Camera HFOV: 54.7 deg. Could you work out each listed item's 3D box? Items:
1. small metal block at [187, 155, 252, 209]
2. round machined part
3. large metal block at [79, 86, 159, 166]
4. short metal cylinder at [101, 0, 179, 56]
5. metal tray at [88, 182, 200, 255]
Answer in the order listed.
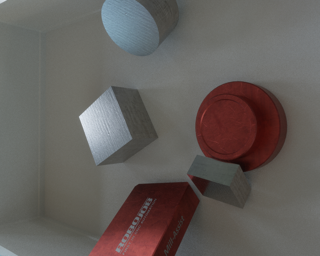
[{"bbox_3d":[0.064,0.058,0.333,0.050,0.050,0.025,11,59,39],"label":"small metal block"},{"bbox_3d":[0.078,-0.001,0.330,0.098,0.042,0.097,0,90,39],"label":"round machined part"},{"bbox_3d":[-0.060,-0.002,0.438,0.080,0.050,0.080,-36,68,34],"label":"large metal block"},{"bbox_3d":[-0.024,-0.136,0.381,0.080,0.050,0.080,23,146,17],"label":"short metal cylinder"},{"bbox_3d":[-0.019,0.120,0.358,0.090,0.130,0.030,-11,121,39],"label":"metal tray"}]
